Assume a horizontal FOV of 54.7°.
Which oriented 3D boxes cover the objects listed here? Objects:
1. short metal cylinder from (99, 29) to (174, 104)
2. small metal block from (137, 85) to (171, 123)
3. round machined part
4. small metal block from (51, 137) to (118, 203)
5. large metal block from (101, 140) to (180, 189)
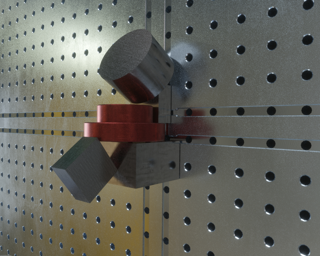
[{"bbox_3d":[-0.029,-0.078,0.393,0.080,0.050,0.080,-21,49,26],"label":"short metal cylinder"},{"bbox_3d":[-0.013,-0.032,0.417,0.050,0.025,0.050,1,91,39],"label":"small metal block"},{"bbox_3d":[-0.043,-0.007,0.381,0.098,0.099,0.042,1,91,39],"label":"round machined part"},{"bbox_3d":[-0.081,0.045,0.339,0.025,0.050,0.050,2,129,39],"label":"small metal block"},{"bbox_3d":[-0.031,0.041,0.396,0.080,0.081,0.050,1,91,39],"label":"large metal block"}]
